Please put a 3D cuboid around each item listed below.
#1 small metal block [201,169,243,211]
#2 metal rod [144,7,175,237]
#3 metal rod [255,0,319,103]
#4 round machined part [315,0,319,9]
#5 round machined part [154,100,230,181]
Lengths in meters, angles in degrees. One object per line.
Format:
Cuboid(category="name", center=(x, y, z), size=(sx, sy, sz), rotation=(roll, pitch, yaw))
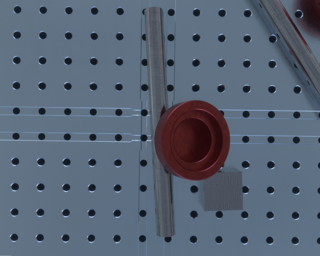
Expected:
Cuboid(category="small metal block", center=(0.082, 0.082, 0.414), size=(0.050, 0.025, 0.050), rotation=(-2, 90, 0))
Cuboid(category="metal rod", center=(0.000, -0.008, 0.413), size=(0.025, 0.025, 0.298), rotation=(-3, 90, 0))
Cuboid(category="metal rod", center=(0.160, -0.145, 0.414), size=(0.025, 0.025, 0.299), rotation=(-32, 90, 0))
Cuboid(category="round machined part", center=(0.250, -0.181, 0.406), size=(0.099, 0.042, 0.097), rotation=(0, 90, 0))
Cuboid(category="round machined part", center=(0.037, 0.015, 0.393), size=(0.099, 0.042, 0.097), rotation=(1, 88, -27))
